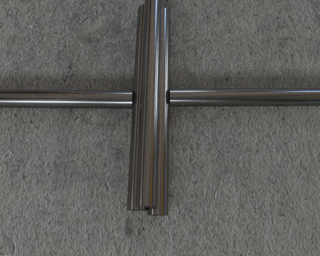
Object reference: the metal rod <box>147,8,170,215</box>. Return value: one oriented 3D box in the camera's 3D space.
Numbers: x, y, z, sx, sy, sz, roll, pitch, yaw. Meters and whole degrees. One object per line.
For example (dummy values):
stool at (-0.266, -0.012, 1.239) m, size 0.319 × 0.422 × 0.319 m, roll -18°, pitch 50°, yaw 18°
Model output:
metal rod at (0.000, -0.036, 0.423) m, size 0.025 × 0.025 × 0.299 m, roll 1°, pitch 70°, yaw 0°

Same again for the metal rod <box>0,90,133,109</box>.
metal rod at (-0.188, -0.040, 0.421) m, size 0.302 × 0.025 × 0.025 m, roll 0°, pitch 70°, yaw -1°

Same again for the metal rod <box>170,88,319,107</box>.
metal rod at (0.164, -0.042, 0.427) m, size 0.302 × 0.025 × 0.025 m, roll 0°, pitch 70°, yaw -1°

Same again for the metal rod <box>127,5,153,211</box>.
metal rod at (-0.024, -0.041, 0.425) m, size 0.025 × 0.025 × 0.299 m, roll 1°, pitch 70°, yaw 0°

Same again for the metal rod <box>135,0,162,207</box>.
metal rod at (-0.013, -0.050, 0.406) m, size 0.025 × 0.025 × 0.299 m, roll 1°, pitch 70°, yaw 0°
